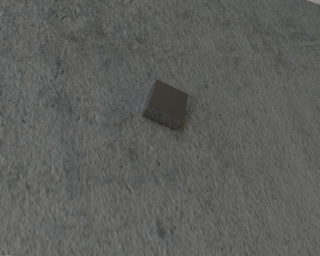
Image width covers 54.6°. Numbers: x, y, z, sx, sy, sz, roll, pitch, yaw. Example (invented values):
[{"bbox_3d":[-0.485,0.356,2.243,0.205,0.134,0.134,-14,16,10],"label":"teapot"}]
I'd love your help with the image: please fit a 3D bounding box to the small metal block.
[{"bbox_3d":[0.008,-0.032,0.427,0.050,0.025,0.050,24,53,-13],"label":"small metal block"}]
